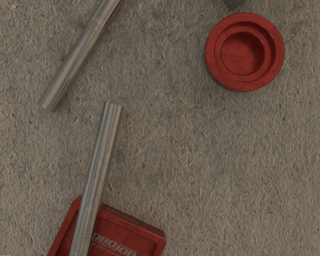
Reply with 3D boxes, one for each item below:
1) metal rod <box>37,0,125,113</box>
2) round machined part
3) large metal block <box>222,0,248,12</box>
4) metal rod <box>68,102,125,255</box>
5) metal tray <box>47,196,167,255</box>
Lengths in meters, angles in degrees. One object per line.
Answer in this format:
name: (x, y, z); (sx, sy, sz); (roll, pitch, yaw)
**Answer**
metal rod: (-0.071, -0.153, 0.408); (0.025, 0.025, 0.299); (32, 90, -1)
round machined part: (0.105, -0.094, 0.403); (0.099, 0.042, 0.097); (0, 90, -1)
large metal block: (0.107, -0.214, 0.399); (0.080, 0.050, 0.080); (-34, 90, 0)
metal rod: (-0.090, 0.116, 0.378); (0.025, 0.025, 0.298); (13, 90, -1)
metal tray: (-0.068, 0.155, 0.406); (0.131, 0.030, 0.090); (25, 90, -1)
